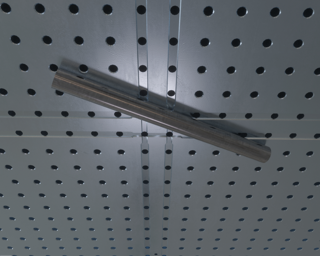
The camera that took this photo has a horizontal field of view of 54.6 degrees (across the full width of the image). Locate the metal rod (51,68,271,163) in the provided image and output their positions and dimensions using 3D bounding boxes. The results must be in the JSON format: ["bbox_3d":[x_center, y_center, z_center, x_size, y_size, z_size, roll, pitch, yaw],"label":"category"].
[{"bbox_3d":[0.014,-0.010,0.402,0.302,0.025,0.025,19,127,-16],"label":"metal rod"}]
